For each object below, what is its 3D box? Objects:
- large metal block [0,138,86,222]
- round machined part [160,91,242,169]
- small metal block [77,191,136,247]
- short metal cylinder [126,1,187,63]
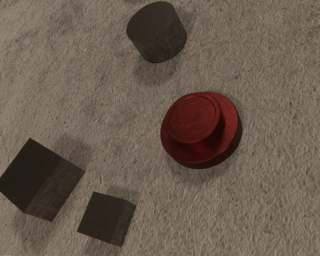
[{"bbox_3d":[-0.166,0.070,0.430,0.080,0.050,0.080,22,73,35],"label":"large metal block"},{"bbox_3d":[0.045,-0.004,0.371,0.098,0.042,0.098,-13,56,20],"label":"round machined part"},{"bbox_3d":[-0.063,0.108,0.369,0.050,0.025,0.050,6,65,30],"label":"small metal block"},{"bbox_3d":[-0.004,-0.148,0.479,0.080,0.050,0.080,-13,56,20],"label":"short metal cylinder"}]
